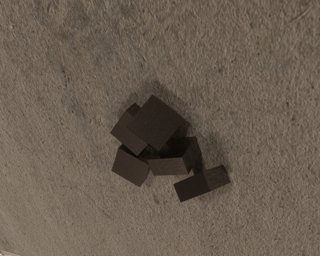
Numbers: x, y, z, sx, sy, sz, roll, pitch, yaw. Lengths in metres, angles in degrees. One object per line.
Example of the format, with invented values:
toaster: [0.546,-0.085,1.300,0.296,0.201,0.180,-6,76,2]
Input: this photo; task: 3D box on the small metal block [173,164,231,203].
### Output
small metal block: [0.055,0.072,0.401,0.050,0.050,0.025,-32,74,38]

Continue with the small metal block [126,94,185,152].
small metal block: [-0.006,-0.005,0.387,0.050,0.050,0.025,39,171,1]

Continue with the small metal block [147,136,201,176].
small metal block: [0.019,0.036,0.402,0.050,0.050,0.025,-7,115,31]

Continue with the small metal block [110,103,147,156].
small metal block: [-0.033,0.002,0.424,0.050,0.025,0.050,40,129,0]

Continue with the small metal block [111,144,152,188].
small metal block: [-0.039,0.052,0.458,0.050,0.025,0.050,29,128,9]
